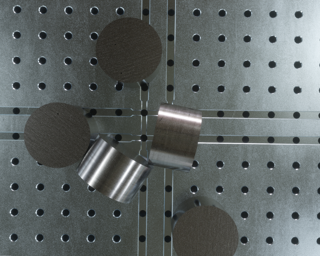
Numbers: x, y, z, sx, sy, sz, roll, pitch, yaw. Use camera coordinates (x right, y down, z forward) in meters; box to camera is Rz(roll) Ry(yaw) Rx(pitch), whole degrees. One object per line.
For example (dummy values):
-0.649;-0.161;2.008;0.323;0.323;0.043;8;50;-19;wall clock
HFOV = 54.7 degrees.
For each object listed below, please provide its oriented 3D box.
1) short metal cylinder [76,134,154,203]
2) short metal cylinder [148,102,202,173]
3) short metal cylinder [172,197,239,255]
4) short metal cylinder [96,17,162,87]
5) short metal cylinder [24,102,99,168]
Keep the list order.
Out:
-0.055;0.049;0.385;0.080;0.080;0.050;33;90;0;short metal cylinder
0.018;0.012;0.386;0.050;0.080;0.080;12;90;0;short metal cylinder
0.055;0.134;0.401;0.081;0.050;0.079;0;90;0;short metal cylinder
-0.038;-0.095;0.400;0.081;0.050;0.079;0;90;0;short metal cylinder
-0.124;0.009;0.400;0.081;0.050;0.079;0;90;0;short metal cylinder
